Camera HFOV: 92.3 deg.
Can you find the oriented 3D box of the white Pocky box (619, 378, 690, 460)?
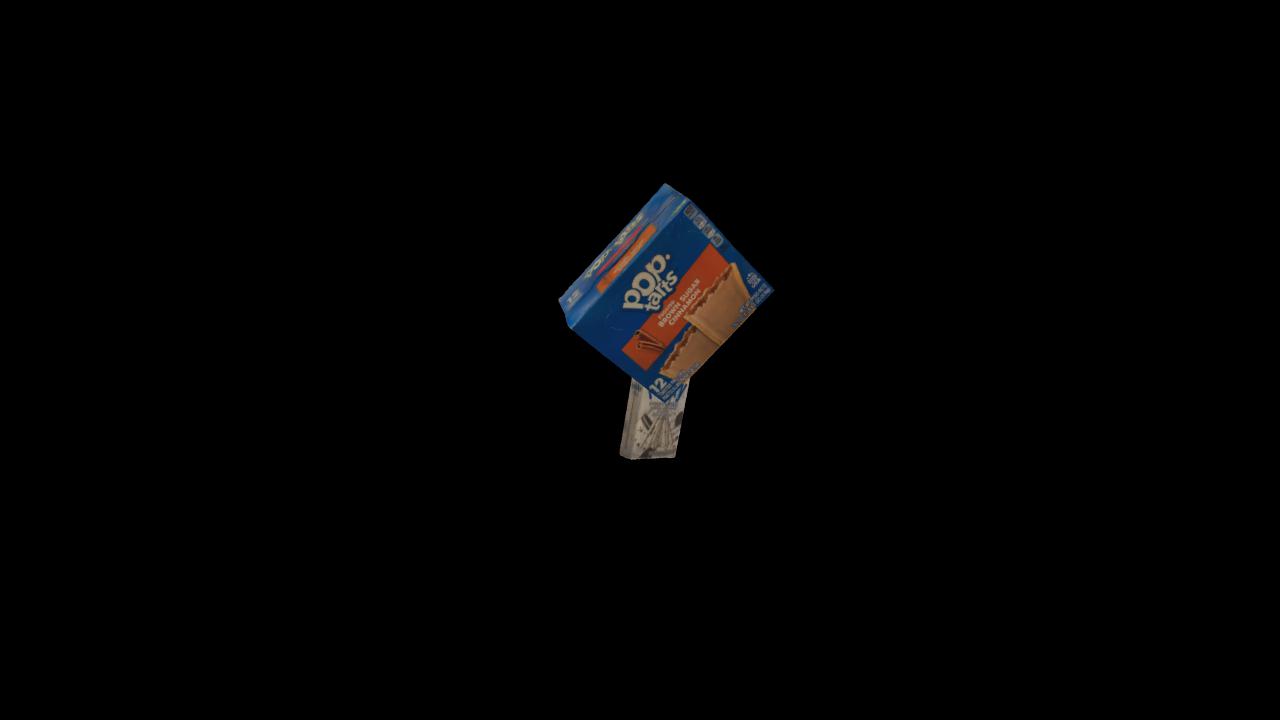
[{"bbox_3d":[0.023,0.047,0.769,0.084,0.154,0.028,6,6,-43],"label":"white Pocky box"}]

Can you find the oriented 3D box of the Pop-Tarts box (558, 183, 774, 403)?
[{"bbox_3d":[0.026,-0.067,0.638,0.141,0.167,0.083,40,8,-29],"label":"Pop-Tarts box"}]
